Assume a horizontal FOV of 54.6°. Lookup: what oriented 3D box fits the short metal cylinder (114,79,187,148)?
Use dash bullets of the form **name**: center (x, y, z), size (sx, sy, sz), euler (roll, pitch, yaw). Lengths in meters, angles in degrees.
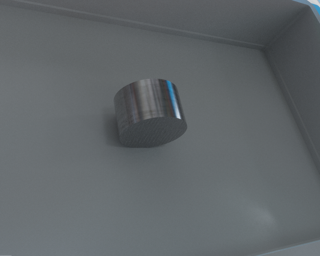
- **short metal cylinder**: center (-0.012, -0.015, 0.373), size (0.081, 0.080, 0.050), euler (2, 61, -27)
